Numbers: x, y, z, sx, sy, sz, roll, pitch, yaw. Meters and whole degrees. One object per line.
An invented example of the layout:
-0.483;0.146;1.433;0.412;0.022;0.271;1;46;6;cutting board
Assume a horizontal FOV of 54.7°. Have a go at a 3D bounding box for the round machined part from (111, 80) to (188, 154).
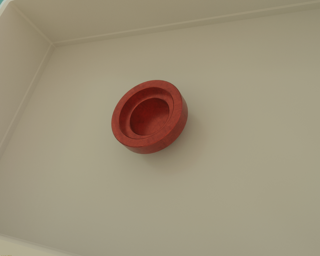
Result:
-0.010;-0.011;0.400;0.098;0.042;0.098;-13;56;20;round machined part
